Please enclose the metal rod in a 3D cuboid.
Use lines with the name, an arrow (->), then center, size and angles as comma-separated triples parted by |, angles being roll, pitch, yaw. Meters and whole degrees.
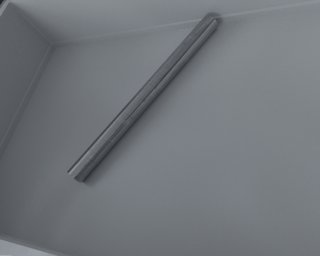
metal rod -> -0.020, -0.046, 0.442 | 0.025, 0.025, 0.300 | 35, 81, 38
